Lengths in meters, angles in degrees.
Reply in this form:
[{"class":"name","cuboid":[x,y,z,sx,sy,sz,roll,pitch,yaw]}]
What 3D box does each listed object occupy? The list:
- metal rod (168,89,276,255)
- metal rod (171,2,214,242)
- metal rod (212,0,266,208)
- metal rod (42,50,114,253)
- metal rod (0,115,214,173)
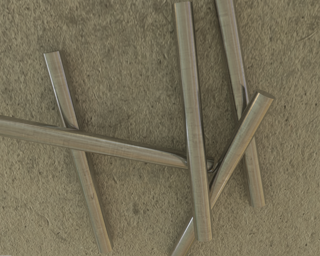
[{"class":"metal rod","cuboid":[0.073,0.085,0.425,0.025,0.025,0.298,19,115,-7]},{"class":"metal rod","cuboid":[0.043,0.002,0.388,0.025,0.025,0.298,-6,102,2]},{"class":"metal rod","cuboid":[0.105,-0.027,0.400,0.025,0.025,0.298,-13,110,5]},{"class":"metal rod","cuboid":[-0.106,0.046,0.425,0.025,0.025,0.298,-9,110,3]},{"class":"metal rod","cuboid":[-0.074,0.021,0.394,0.302,0.025,0.025,12,110,-14]}]
